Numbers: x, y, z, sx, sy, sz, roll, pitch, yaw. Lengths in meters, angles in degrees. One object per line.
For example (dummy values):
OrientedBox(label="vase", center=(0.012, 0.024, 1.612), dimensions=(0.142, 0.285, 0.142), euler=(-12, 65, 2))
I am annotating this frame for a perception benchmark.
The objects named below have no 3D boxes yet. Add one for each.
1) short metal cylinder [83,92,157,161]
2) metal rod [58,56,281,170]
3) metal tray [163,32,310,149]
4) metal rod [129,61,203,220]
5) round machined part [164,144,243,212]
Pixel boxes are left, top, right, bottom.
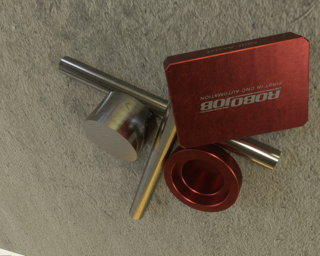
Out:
OrientedBox(label="short metal cylinder", center=(-0.051, -0.001, 0.402), dimensions=(0.080, 0.050, 0.080), euler=(25, 151, 15))
OrientedBox(label="metal rod", center=(0.002, -0.024, 0.393), dimensions=(0.301, 0.025, 0.025), euler=(25, 127, 12))
OrientedBox(label="metal tray", center=(0.076, -0.036, 0.307), dimensions=(0.131, 0.030, 0.089), euler=(-11, 116, 2))
OrientedBox(label="metal rod", center=(-0.003, 0.041, 0.412), dimensions=(0.025, 0.025, 0.298), euler=(29, 135, 9))
OrientedBox(label="round machined part", center=(0.058, 0.058, 0.403), dimensions=(0.098, 0.042, 0.097), euler=(13, 124, 21))
